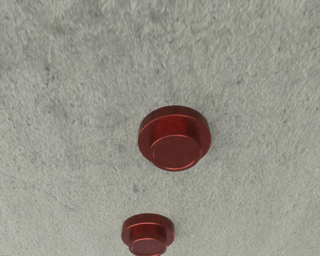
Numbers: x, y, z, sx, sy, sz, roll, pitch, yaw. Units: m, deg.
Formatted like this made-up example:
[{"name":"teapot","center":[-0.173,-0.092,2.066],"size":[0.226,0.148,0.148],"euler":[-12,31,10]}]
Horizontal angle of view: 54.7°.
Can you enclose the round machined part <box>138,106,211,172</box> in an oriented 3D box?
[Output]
[{"name":"round machined part","center":[0.019,0.021,0.414],"size":[0.099,0.042,0.097],"euler":[-1,130,0]}]

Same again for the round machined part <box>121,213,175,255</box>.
[{"name":"round machined part","center":[-0.022,0.202,0.568],"size":[0.099,0.042,0.097],"euler":[-1,130,0]}]
